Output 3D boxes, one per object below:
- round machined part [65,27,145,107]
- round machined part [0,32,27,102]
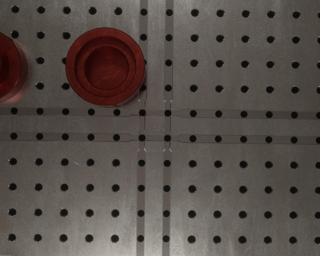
[{"bbox_3d":[-0.068,-0.076,0.404,0.099,0.042,0.097,0,90,-1],"label":"round machined part"},{"bbox_3d":[-0.230,-0.082,0.402,0.099,0.042,0.097,0,90,-1],"label":"round machined part"}]
